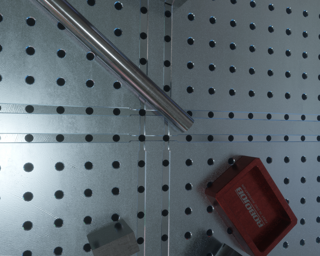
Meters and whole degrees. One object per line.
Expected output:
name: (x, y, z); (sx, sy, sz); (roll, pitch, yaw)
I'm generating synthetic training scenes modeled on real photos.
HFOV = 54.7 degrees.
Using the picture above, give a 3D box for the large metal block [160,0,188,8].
large metal block: (0.007, -0.217, 0.402); (0.081, 0.050, 0.080); (12, 86, -20)

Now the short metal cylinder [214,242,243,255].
short metal cylinder: (0.106, 0.204, 0.424); (0.080, 0.080, 0.050); (42, 77, -16)

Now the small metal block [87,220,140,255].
small metal block: (-0.058, 0.141, 0.379); (0.050, 0.050, 0.025); (-19, 97, -19)

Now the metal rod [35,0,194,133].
metal rod: (-0.070, -0.099, 0.387); (0.300, 0.025, 0.025); (42, 77, -16)

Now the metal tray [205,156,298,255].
metal tray: (0.139, 0.118, 0.463); (0.090, 0.030, 0.130); (-38, 103, -16)
